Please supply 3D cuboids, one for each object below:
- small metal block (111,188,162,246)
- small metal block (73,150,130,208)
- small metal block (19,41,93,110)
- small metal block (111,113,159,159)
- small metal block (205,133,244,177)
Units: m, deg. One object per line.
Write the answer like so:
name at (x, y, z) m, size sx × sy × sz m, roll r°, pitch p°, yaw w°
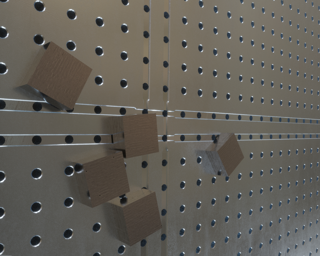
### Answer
small metal block at (-0.028, 0.110, 0.388) m, size 0.050 × 0.025 × 0.050 m, roll -18°, pitch 102°, yaw -39°
small metal block at (-0.066, 0.056, 0.355) m, size 0.050 × 0.025 × 0.050 m, roll -17°, pitch 101°, yaw -39°
small metal block at (-0.107, -0.052, 0.321) m, size 0.050 × 0.025 × 0.050 m, roll 34°, pitch 69°, yaw -35°
small metal block at (-0.030, 0.008, 0.386) m, size 0.050 × 0.025 × 0.050 m, roll -8°, pitch 95°, yaw -40°
small metal block at (0.105, 0.042, 0.500) m, size 0.050 × 0.025 × 0.050 m, roll -41°, pitch 115°, yaw -32°
